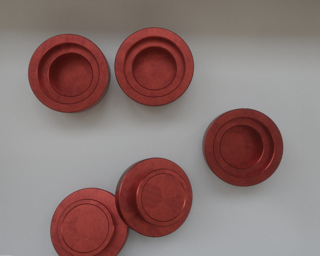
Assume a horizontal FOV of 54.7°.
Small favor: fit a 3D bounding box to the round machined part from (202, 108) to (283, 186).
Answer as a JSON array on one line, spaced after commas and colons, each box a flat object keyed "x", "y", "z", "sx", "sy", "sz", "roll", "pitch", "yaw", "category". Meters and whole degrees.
[{"x": 0.104, "y": 0.024, "z": 0.404, "sx": 0.099, "sy": 0.042, "sz": 0.097, "roll": 0, "pitch": 90, "yaw": -1, "category": "round machined part"}]

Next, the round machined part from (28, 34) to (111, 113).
[{"x": -0.113, "y": -0.068, "z": 0.401, "sx": 0.099, "sy": 0.042, "sz": 0.097, "roll": 0, "pitch": 90, "yaw": -1, "category": "round machined part"}]

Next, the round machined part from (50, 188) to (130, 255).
[{"x": -0.089, "y": 0.125, "z": 0.390, "sx": 0.099, "sy": 0.042, "sz": 0.098, "roll": 0, "pitch": 75, "yaw": 0, "category": "round machined part"}]

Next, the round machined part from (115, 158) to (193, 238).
[{"x": -0.003, "y": 0.086, "z": 0.386, "sx": 0.099, "sy": 0.042, "sz": 0.097, "roll": 4, "pitch": 79, "yaw": -21, "category": "round machined part"}]

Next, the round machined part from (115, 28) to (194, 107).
[{"x": -0.007, "y": -0.076, "z": 0.403, "sx": 0.099, "sy": 0.042, "sz": 0.097, "roll": 0, "pitch": 90, "yaw": -1, "category": "round machined part"}]
